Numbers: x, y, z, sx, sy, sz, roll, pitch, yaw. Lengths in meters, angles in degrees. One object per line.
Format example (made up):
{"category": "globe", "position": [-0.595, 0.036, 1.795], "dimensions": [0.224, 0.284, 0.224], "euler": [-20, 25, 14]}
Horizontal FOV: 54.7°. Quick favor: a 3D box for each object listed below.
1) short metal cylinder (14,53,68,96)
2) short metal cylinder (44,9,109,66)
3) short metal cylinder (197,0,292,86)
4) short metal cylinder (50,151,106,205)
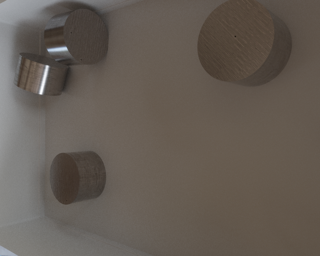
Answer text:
{"category": "short metal cylinder", "position": [-0.205, -0.094, 0.537], "dimensions": [0.080, 0.081, 0.050], "euler": [31, 109, 35]}
{"category": "short metal cylinder", "position": [-0.126, -0.136, 0.472], "dimensions": [0.050, 0.081, 0.079], "euler": [7, 95, 39]}
{"category": "short metal cylinder", "position": [0.086, -0.085, 0.318], "dimensions": [0.080, 0.050, 0.079], "euler": [0, 90, 39]}
{"category": "short metal cylinder", "position": [-0.132, 0.078, 0.497], "dimensions": [0.080, 0.050, 0.079], "euler": [0, 90, 39]}
